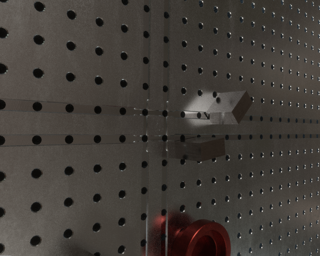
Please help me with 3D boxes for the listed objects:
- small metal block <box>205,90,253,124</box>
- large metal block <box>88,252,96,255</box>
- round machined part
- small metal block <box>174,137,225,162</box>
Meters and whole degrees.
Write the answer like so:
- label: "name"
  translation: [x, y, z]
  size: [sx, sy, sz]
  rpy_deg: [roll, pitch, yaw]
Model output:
- label: "small metal block"
  translation: [0.109, -0.032, 0.487]
  size: [0.050, 0.050, 0.025]
  rpy_deg: [-51, 120, -28]
- label: "large metal block"
  translation: [-0.043, 0.188, 0.340]
  size: [0.080, 0.080, 0.050]
  rpy_deg: [44, 64, -32]
- label: "round machined part"
  translation: [0.055, 0.181, 0.448]
  size: [0.099, 0.042, 0.097]
  rpy_deg: [0, 90, -40]
- label: "small metal block"
  translation: [0.057, 0.029, 0.443]
  size: [0.050, 0.050, 0.025]
  rpy_deg: [-9, 96, -40]
